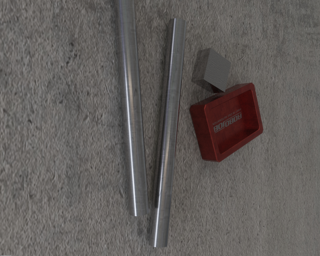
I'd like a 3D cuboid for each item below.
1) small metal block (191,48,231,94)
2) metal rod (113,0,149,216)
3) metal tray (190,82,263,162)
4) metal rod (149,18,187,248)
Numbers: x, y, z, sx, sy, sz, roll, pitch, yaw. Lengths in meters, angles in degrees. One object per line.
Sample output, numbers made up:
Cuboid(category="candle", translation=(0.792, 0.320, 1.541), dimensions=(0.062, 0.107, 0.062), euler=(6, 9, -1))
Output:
Cuboid(category="small metal block", translation=(0.078, -0.086, 0.470), dimensions=(0.050, 0.025, 0.050), euler=(23, 76, -38))
Cuboid(category="metal rod", translation=(-0.036, -0.044, 0.374), dimensions=(0.025, 0.025, 0.298), euler=(-7, 94, -40))
Cuboid(category="metal tray", translation=(0.110, -0.012, 0.493), dimensions=(0.131, 0.030, 0.089), euler=(-26, 106, -37))
Cuboid(category="metal rod", translation=(0.011, 0.003, 0.413), dimensions=(0.025, 0.025, 0.298), euler=(9, 85, -40))
